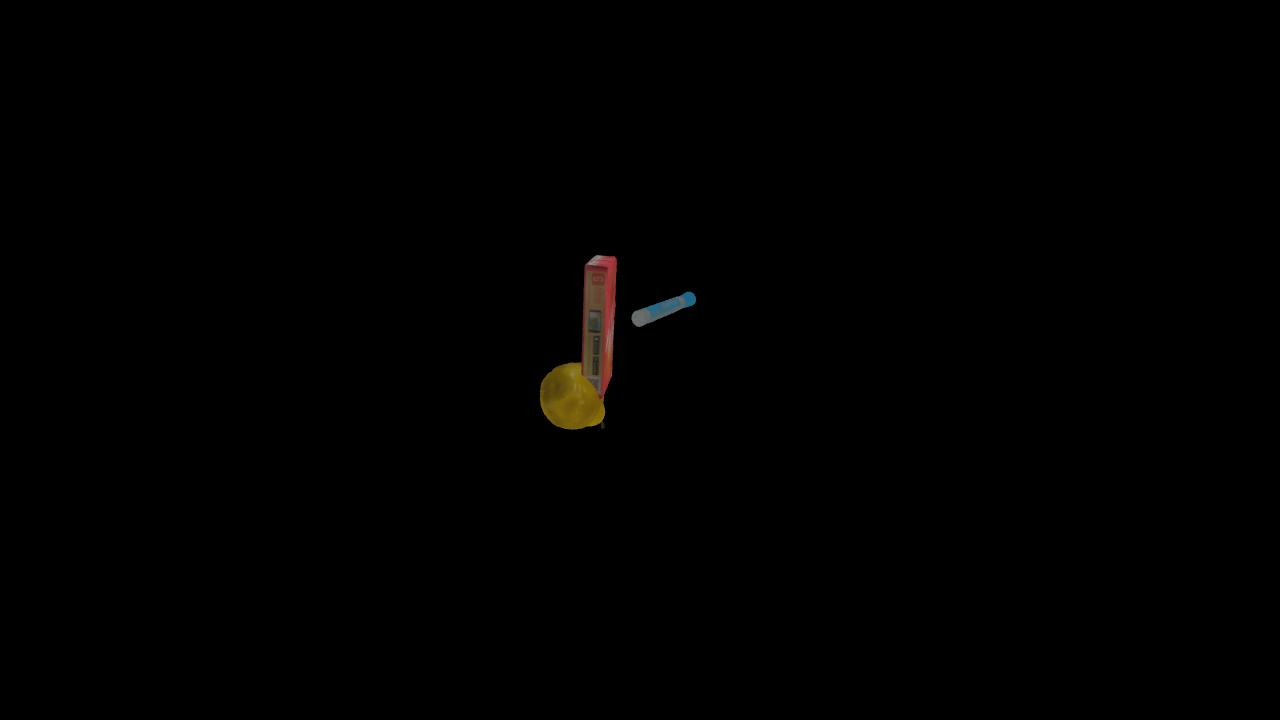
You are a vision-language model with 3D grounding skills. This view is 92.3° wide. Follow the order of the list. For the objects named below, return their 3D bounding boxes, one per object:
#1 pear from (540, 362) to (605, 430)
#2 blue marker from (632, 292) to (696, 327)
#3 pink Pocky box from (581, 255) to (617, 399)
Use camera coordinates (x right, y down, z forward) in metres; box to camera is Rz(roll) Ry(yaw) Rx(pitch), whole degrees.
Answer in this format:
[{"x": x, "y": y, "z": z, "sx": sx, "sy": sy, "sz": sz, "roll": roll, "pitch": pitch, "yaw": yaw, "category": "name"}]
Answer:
[{"x": -0.067, "y": 0.049, "z": 0.738, "sx": 0.080, "sy": 0.080, "sz": 0.111, "roll": 0, "pitch": -18, "yaw": 30, "category": "pear"}, {"x": 0.032, "y": -0.063, "z": 0.748, "sx": 0.020, "sy": 0.020, "sz": 0.121, "roll": 0, "pitch": 16, "yaw": 37, "category": "blue marker"}, {"x": -0.048, "y": -0.040, "z": 0.719, "sx": 0.029, "sy": 0.155, "sz": 0.084, "roll": 5, "pitch": 17, "yaw": 4, "category": "pink Pocky box"}]
